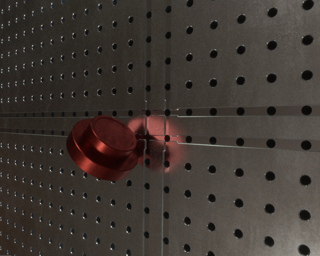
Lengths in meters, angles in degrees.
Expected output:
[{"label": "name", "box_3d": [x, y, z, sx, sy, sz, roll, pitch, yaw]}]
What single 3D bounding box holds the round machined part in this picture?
[{"label": "round machined part", "box_3d": [-0.071, 0.020, 0.418, 0.098, 0.099, 0.042, 52, 120, 27]}]
